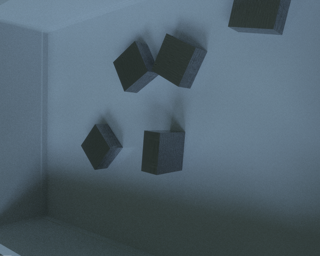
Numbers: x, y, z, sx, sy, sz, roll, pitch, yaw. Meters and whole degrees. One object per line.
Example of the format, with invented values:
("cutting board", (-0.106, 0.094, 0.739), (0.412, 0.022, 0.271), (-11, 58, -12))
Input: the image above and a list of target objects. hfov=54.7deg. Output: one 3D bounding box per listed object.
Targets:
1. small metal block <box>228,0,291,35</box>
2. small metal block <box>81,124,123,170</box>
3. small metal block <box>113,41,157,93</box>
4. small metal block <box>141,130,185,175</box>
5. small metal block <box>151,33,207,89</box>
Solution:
("small metal block", (0.104, -0.126, 0.321), (0.050, 0.025, 0.050), (19, 102, 38))
("small metal block", (-0.091, 0.029, 0.483), (0.050, 0.025, 0.050), (-51, 60, 28))
("small metal block", (-0.034, -0.084, 0.435), (0.050, 0.025, 0.050), (-34, 69, 34))
("small metal block", (0.005, 0.029, 0.387), (0.025, 0.050, 0.050), (8, 95, 40))
("small metal block", (0.023, -0.084, 0.388), (0.050, 0.025, 0.050), (37, 113, 33))
